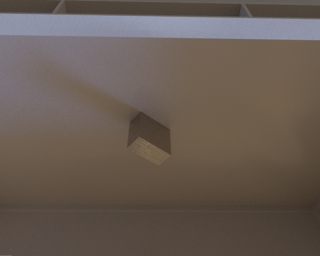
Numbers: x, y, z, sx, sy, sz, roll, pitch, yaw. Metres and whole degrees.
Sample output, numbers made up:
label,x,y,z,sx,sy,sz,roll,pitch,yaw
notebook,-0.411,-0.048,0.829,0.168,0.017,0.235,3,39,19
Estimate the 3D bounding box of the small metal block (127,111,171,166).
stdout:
label,x,y,z,sx,sy,sz,roll,pitch,yaw
small metal block,-0.013,0.014,0.404,0.050,0.050,0.025,32,123,-25
